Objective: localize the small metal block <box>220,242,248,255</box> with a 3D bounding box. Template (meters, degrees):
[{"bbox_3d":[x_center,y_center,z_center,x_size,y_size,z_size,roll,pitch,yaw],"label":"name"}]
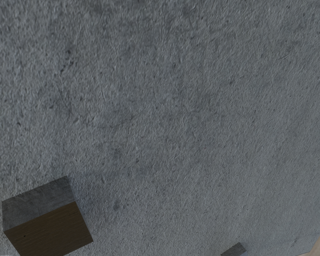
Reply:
[{"bbox_3d":[0.164,0.285,0.676,0.050,0.025,0.050,-29,129,-10],"label":"small metal block"}]

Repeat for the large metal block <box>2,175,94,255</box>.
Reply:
[{"bbox_3d":[-0.139,0.118,0.389,0.081,0.050,0.080,-22,127,-16],"label":"large metal block"}]
